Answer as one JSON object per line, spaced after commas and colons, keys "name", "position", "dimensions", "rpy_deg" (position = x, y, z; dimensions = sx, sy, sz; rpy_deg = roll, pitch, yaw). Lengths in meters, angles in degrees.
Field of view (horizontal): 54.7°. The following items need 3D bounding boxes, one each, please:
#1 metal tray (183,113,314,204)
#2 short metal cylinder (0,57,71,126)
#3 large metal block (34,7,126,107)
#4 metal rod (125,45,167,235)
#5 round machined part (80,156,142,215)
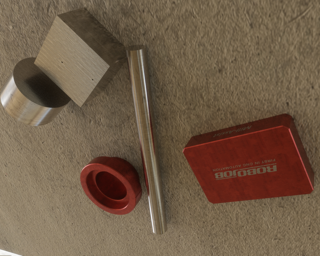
{"name": "metal tray", "position": [0.104, 0.042, 0.374], "dimensions": [0.130, 0.030, 0.090], "rpy_deg": [-16, 110, 34]}
{"name": "short metal cylinder", "position": [-0.169, -0.050, 0.427], "dimensions": [0.080, 0.080, 0.050], "rpy_deg": [48, 129, -6]}
{"name": "large metal block", "position": [-0.097, -0.087, 0.386], "dimensions": [0.080, 0.050, 0.080], "rpy_deg": [44, 129, -3]}
{"name": "metal rod", "position": [-0.014, 0.035, 0.434], "dimensions": [0.025, 0.025, 0.298], "rpy_deg": [8, 122, 24]}
{"name": "round machined part", "position": [-0.071, 0.084, 0.484], "dimensions": [0.098, 0.042, 0.097], "rpy_deg": [13, 124, 20]}
